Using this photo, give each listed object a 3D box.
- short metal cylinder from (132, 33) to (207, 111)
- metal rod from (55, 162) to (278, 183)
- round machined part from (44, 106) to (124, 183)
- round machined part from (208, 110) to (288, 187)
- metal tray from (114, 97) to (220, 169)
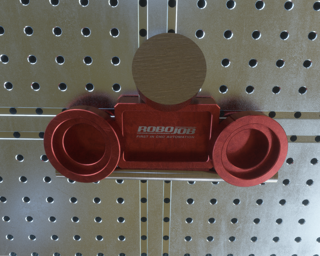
[{"bbox_3d":[0.010,-0.062,0.358,0.081,0.050,0.080,0,84,0],"label":"short metal cylinder"},{"bbox_3d":[0.010,0.061,0.432,0.302,0.025,0.025,2,110,-1],"label":"metal rod"},{"bbox_3d":[-0.094,0.018,0.401,0.099,0.042,0.097,2,108,7],"label":"round machined part"},{"bbox_3d":[0.110,0.024,0.405,0.099,0.042,0.097,-3,109,-8],"label":"round machined part"},{"bbox_3d":[0.008,0.007,0.408,0.131,0.030,0.089,1,111,-1],"label":"metal tray"}]
